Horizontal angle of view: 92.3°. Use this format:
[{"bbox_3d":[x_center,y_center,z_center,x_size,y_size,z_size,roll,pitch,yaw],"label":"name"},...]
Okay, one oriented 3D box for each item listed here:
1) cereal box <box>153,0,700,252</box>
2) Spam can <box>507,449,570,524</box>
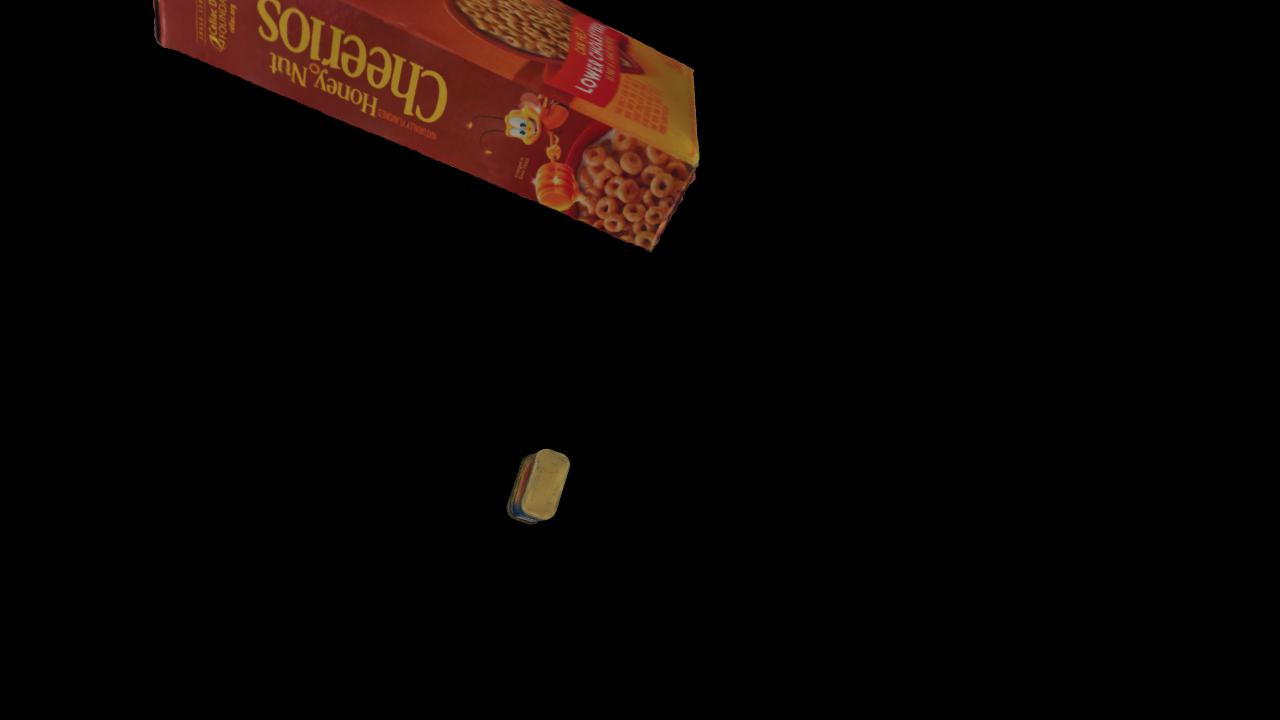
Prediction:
[{"bbox_3d":[-0.110,-0.208,0.422,0.306,0.081,0.203,22,38,-13],"label":"cereal box"},{"bbox_3d":[-0.147,0.184,0.895,0.058,0.101,0.085,22,-23,-17],"label":"Spam can"}]
